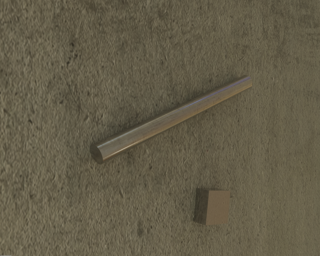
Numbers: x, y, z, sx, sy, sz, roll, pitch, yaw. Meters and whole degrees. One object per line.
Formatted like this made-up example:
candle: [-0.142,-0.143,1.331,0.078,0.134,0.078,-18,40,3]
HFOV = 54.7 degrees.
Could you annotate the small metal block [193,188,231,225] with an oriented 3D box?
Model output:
small metal block: [0.079,0.118,0.471,0.050,0.025,0.050,10,83,-40]

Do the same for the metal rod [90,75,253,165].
metal rod: [0.038,-0.024,0.435,0.302,0.025,0.025,-26,107,-37]
